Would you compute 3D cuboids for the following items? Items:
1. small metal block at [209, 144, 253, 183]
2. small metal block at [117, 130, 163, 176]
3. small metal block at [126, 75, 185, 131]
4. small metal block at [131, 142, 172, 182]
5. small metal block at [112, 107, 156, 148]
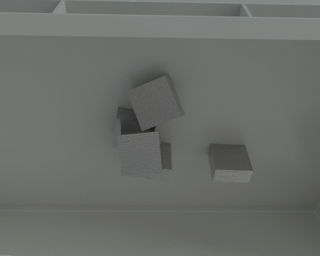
[{"bbox_3d":[0.098,0.049,0.436,0.050,0.050,0.025,2,130,-3],"label":"small metal block"},{"bbox_3d":[-0.024,0.031,0.385,0.050,0.025,0.050,-6,91,4],"label":"small metal block"},{"bbox_3d":[-0.004,-0.029,0.368,0.050,0.025,0.050,-21,92,16],"label":"small metal block"},{"bbox_3d":[-0.012,0.044,0.430,0.050,0.050,0.025,10,130,-9],"label":"small metal block"},{"bbox_3d":[-0.035,0.003,0.411,0.050,0.025,0.050,9,130,-8],"label":"small metal block"}]
